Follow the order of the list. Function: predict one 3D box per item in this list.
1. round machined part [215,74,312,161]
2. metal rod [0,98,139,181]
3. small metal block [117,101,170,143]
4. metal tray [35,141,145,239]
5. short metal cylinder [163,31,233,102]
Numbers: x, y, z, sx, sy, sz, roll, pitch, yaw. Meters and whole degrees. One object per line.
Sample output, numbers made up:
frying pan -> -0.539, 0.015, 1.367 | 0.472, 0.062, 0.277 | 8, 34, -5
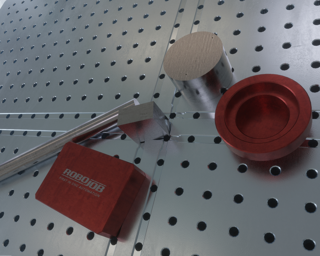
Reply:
round machined part -> 0.114, -0.008, 0.343 | 0.098, 0.042, 0.098 | -13, 56, 21
metal rod -> -0.165, 0.029, 0.476 | 0.301, 0.025, 0.025 | -25, 53, 12
small metal block -> -0.021, -0.006, 0.407 | 0.050, 0.050, 0.025 | -12, 57, 22
metal tray -> -0.094, 0.076, 0.408 | 0.130, 0.030, 0.090 | 14, 69, 33
short metal cylinder -> 0.051, -0.082, 0.415 | 0.080, 0.050, 0.080 | -13, 56, 21
